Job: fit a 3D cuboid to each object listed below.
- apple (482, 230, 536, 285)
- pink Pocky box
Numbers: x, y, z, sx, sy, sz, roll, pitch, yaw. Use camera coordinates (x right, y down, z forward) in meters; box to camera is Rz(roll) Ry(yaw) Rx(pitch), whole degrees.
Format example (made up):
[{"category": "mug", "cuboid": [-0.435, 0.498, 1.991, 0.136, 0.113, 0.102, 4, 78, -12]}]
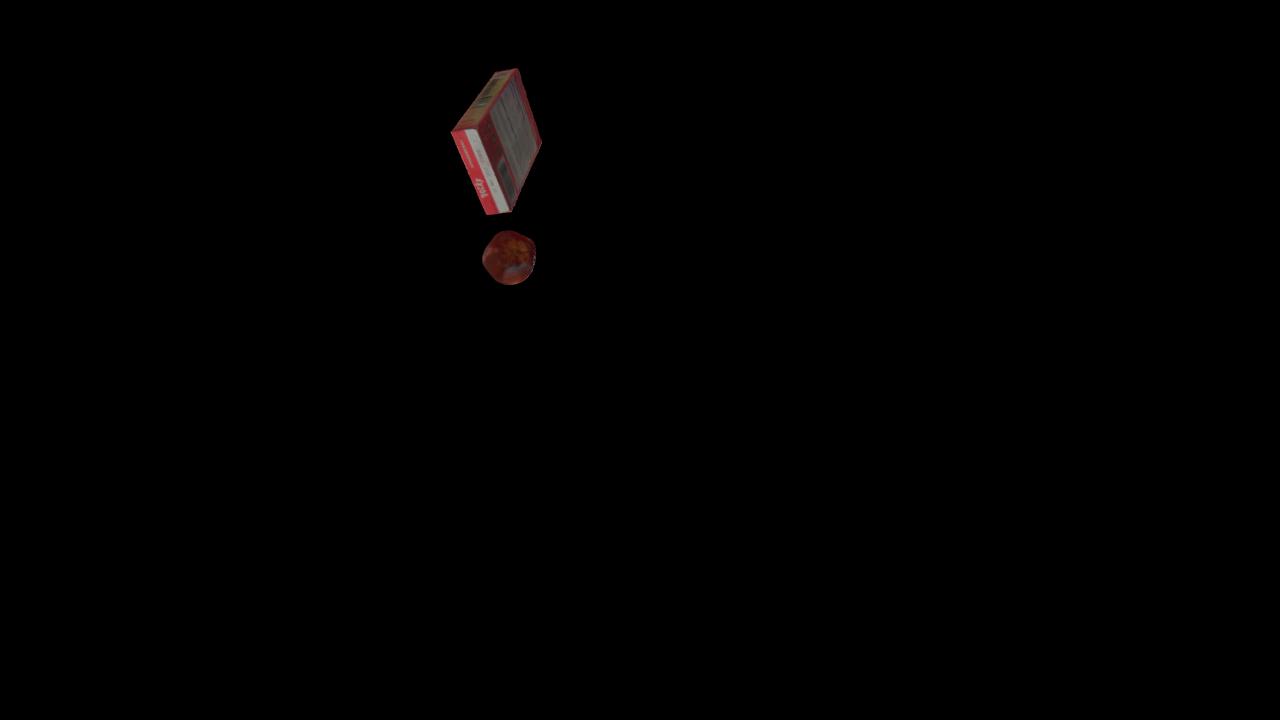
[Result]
[{"category": "apple", "cuboid": [-0.189, -0.150, 0.900, 0.079, 0.079, 0.093, 0, -6, -23]}, {"category": "pink Pocky box", "cuboid": [-0.135, -0.217, 0.602, 0.029, 0.084, 0.155, -6, 42, 11]}]
